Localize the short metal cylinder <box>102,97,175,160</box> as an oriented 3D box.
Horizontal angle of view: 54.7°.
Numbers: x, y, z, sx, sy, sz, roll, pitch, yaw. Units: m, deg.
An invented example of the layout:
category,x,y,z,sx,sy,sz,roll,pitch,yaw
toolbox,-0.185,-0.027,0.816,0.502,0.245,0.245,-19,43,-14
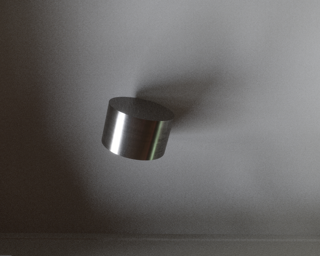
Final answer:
category,x,y,z,sx,sy,sz,roll,pitch,yaw
short metal cylinder,-0.027,-0.001,0.381,0.081,0.080,0.050,13,110,-5
